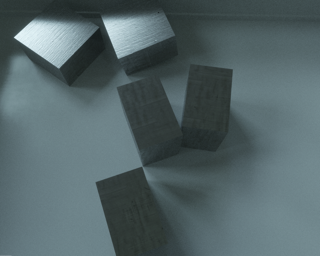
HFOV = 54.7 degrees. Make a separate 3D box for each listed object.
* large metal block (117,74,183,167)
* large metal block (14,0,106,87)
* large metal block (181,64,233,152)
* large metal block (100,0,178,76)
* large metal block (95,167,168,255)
[{"bbox_3d":[-0.012,-0.006,0.383,0.050,0.080,0.080,-19,71,-7],"label":"large metal block"},{"bbox_3d":[-0.138,-0.120,0.439,0.080,0.050,0.080,35,73,11],"label":"large metal block"},{"bbox_3d":[0.055,-0.022,0.389,0.050,0.080,0.080,8,70,2],"label":"large metal block"},{"bbox_3d":[-0.028,-0.133,0.439,0.080,0.050,0.080,-22,72,0],"label":"large metal block"},{"bbox_3d":[-0.029,0.097,0.345,0.050,0.080,0.080,-18,71,-7],"label":"large metal block"}]
